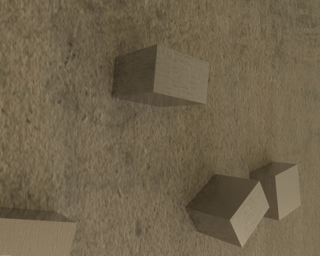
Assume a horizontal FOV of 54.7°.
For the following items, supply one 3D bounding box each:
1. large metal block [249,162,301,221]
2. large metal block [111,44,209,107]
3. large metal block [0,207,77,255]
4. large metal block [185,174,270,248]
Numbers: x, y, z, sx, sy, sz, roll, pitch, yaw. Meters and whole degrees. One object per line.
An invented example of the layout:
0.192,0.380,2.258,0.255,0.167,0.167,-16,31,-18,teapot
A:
0.214,0.113,0.572,0.081,0.050,0.079,-13,99,-40,large metal block
0.000,-0.057,0.371,0.081,0.080,0.050,8,85,-40,large metal block
-0.132,0.118,0.279,0.080,0.050,0.080,19,78,-39,large metal block
0.099,0.117,0.455,0.080,0.080,0.050,-40,115,-33,large metal block
